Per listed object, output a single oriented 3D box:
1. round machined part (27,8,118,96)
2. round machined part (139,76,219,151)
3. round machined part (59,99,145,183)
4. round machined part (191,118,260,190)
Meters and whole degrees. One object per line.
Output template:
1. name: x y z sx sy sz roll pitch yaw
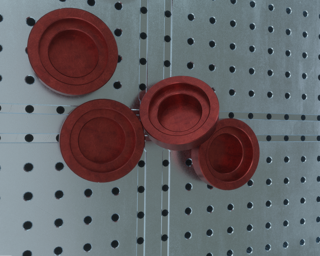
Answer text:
1. round machined part: -0.102 -0.086 0.366 0.099 0.042 0.097 0 90 -21
2. round machined part: 0.026 -0.015 0.397 0.099 0.042 0.098 -4 62 8
3. round machined part: -0.072 0.015 0.378 0.099 0.042 0.097 0 90 -21
4. round machined part: 0.087 0.035 0.436 0.099 0.042 0.097 0 91 -22
